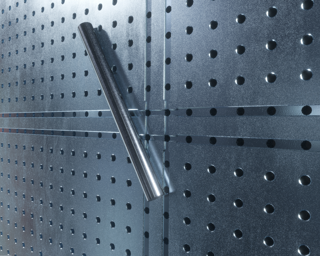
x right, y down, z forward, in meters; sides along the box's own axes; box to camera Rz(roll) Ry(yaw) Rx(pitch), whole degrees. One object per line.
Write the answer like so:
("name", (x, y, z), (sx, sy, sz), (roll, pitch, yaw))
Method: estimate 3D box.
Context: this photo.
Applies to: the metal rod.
("metal rod", (-0.064, -0.036, 0.459), (0.025, 0.025, 0.299), (-37, 67, 33))
